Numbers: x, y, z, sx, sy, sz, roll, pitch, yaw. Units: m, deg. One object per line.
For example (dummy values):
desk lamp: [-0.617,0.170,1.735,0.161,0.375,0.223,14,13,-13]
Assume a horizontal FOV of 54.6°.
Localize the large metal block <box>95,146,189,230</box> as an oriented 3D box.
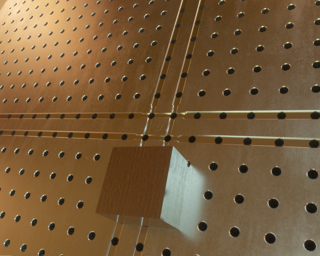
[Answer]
large metal block: [-0.018,0.068,0.361,0.080,0.050,0.080,-3,60,27]
